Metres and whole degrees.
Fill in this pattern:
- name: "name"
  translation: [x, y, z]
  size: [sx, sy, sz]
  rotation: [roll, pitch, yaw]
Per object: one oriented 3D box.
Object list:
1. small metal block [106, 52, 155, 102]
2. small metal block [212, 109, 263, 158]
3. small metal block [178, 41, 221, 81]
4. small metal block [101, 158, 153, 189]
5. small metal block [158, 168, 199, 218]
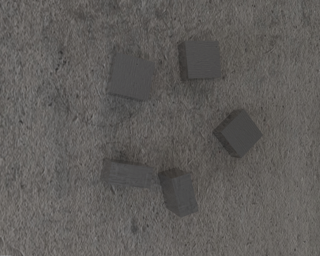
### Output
- name: "small metal block"
  translation: [-0.038, -0.063, 0.395]
  size: [0.050, 0.025, 0.050]
  rotation: [11, 86, -20]
- name: "small metal block"
  translation: [0.113, 0.008, 0.451]
  size: [0.050, 0.025, 0.050]
  rotation: [-43, 104, -15]
- name: "small metal block"
  translation: [0.055, -0.093, 0.429]
  size: [0.050, 0.025, 0.050]
  rotation: [-6, 92, -20]
- name: "small metal block"
  translation: [-0.042, 0.055, 0.380]
  size: [0.050, 0.050, 0.025]
  rotation: [11, 87, -20]
- name: "small metal block"
  translation: [0.023, 0.083, 0.404]
  size: [0.025, 0.050, 0.050]
  rotation: [-15, 95, -19]
